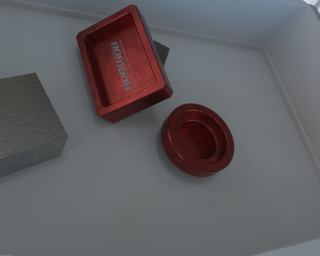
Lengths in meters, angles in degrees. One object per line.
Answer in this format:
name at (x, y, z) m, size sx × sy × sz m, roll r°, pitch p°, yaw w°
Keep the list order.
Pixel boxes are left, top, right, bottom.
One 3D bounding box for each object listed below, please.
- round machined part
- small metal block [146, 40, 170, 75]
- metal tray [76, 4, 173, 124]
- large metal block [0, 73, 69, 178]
round machined part at (0.045, 0.019, 0.409) m, size 0.099 × 0.042 × 0.098 m, roll 14°, pitch 56°, yaw -21°
small metal block at (-0.013, -0.086, 0.436) m, size 0.025 × 0.050 × 0.050 m, roll 26°, pitch 53°, yaw -13°
metal tray at (-0.048, -0.082, 0.392) m, size 0.030 × 0.090 × 0.130 m, roll 40°, pitch 28°, yaw -66°
large metal block at (-0.151, -0.002, 0.310) m, size 0.081 × 0.050 × 0.080 m, roll -21°, pitch 73°, yaw -36°
